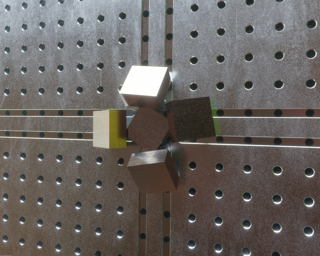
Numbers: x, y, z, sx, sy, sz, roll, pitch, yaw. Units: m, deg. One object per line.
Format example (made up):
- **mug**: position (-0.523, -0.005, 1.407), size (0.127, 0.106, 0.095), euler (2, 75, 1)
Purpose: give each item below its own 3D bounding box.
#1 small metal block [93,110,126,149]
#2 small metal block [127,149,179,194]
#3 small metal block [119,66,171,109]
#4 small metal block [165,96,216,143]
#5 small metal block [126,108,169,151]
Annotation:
- **small metal block**: position (-0.069, 0.001, 0.423), size (0.050, 0.025, 0.050), euler (0, 90, 54)
- **small metal block**: position (-0.008, 0.057, 0.401), size (0.050, 0.025, 0.050), euler (-10, 123, 19)
- **small metal block**: position (-0.018, -0.054, 0.405), size (0.050, 0.025, 0.050), euler (7, 56, 20)
- **small metal block**: position (0.038, -0.010, 0.386), size (0.050, 0.025, 0.050), euler (-8, 86, -16)
- **small metal block**: position (-0.012, 0.001, 0.415), size (0.050, 0.025, 0.050), euler (33, 100, 16)
